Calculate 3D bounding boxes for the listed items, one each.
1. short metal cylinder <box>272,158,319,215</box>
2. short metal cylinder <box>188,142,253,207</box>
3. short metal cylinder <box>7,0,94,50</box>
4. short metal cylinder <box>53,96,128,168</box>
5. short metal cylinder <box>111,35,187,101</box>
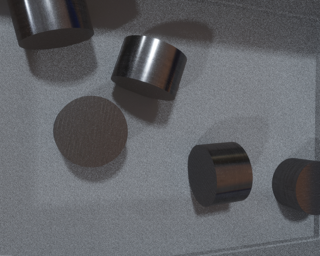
[{"bbox_3d":[0.223,0.089,0.479,0.081,0.050,0.080,0,90,-20],"label":"short metal cylinder"},{"bbox_3d":[0.077,0.060,0.410,0.050,0.080,0.079,-4,92,-20],"label":"short metal cylinder"},{"bbox_3d":[-0.118,-0.121,0.338,0.081,0.080,0.050,-15,95,-19],"label":"short metal cylinder"},{"bbox_3d":[-0.083,0.004,0.366,0.081,0.050,0.080,0,90,-20],"label":"short metal cylinder"},{"bbox_3d":[-0.013,-0.070,0.376,0.080,0.080,0.050,19,84,-19],"label":"short metal cylinder"}]
